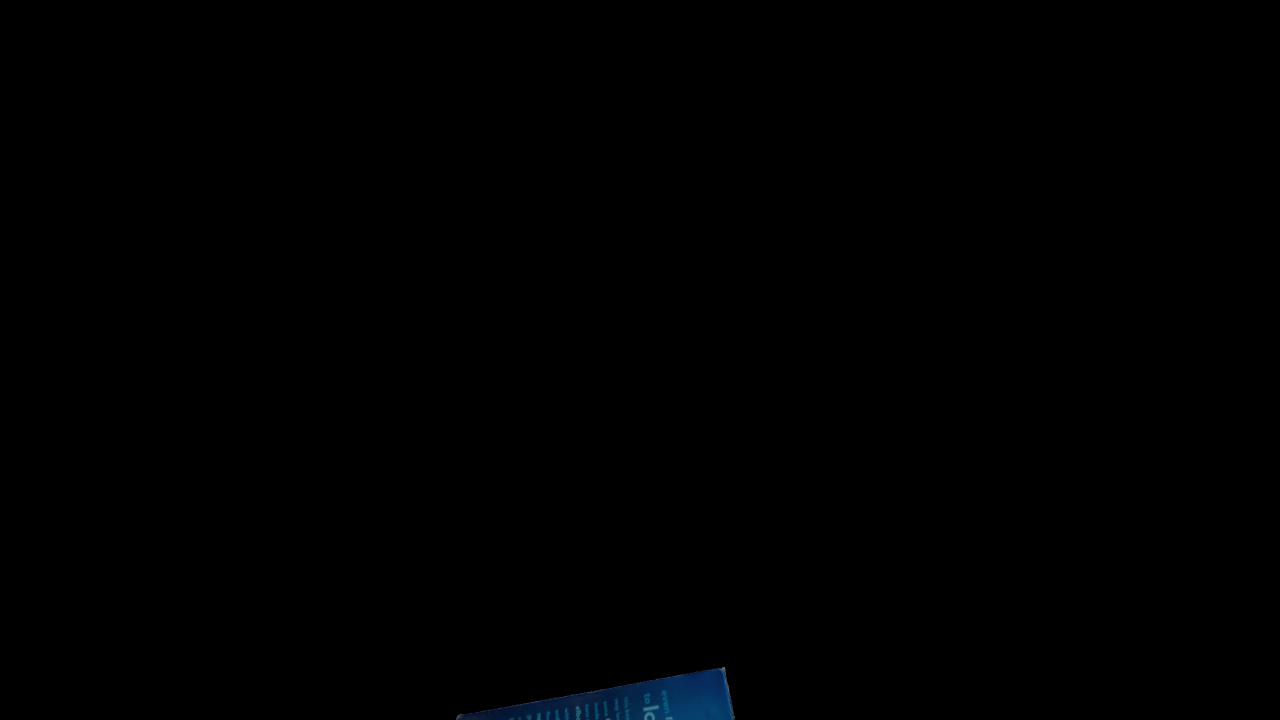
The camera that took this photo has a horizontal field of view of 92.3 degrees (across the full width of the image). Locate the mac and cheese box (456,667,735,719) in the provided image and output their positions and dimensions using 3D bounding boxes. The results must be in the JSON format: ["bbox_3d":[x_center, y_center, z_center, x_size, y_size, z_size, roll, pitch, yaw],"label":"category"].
[{"bbox_3d":[-0.026,0.267,0.401,0.184,0.093,0.041,-10,-35,0],"label":"mac and cheese box"}]
